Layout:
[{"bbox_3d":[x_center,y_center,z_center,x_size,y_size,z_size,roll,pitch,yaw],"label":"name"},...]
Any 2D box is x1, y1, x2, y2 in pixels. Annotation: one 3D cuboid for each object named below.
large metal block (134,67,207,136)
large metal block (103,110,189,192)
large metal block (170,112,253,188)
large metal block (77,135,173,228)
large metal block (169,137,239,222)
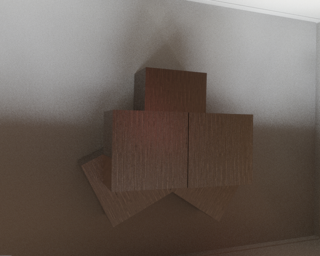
[{"bbox_3d":[0.012,-0.031,0.400,0.081,0.050,0.080,2,90,-20],"label":"large metal block"},{"bbox_3d":[-0.017,0.022,0.336,0.081,0.050,0.080,1,90,-20],"label":"large metal block"},{"bbox_3d":[0.059,0.024,0.363,0.081,0.050,0.080,1,90,-20],"label":"large metal block"},{"bbox_3d":[-0.044,0.059,0.379,0.081,0.050,0.080,-28,99,-18],"label":"large metal block"},{"bbox_3d":[0.057,0.064,0.415,0.080,0.050,0.080,36,79,-16],"label":"large metal block"}]
